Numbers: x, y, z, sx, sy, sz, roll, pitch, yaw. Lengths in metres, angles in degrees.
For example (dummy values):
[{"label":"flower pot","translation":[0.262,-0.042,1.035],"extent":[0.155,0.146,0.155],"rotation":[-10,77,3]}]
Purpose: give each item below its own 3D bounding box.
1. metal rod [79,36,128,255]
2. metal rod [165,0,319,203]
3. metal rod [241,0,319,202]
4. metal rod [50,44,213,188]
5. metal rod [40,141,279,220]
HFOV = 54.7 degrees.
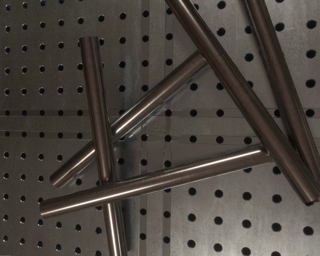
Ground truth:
[{"label":"metal rod","translation":[-0.074,0.033,0.413],"extent":[0.025,0.025,0.298],"rotation":[-4,98,19]},{"label":"metal rod","translation":[0.085,-0.052,0.355],"extent":[0.025,0.025,0.299],"rotation":[-35,80,16]},{"label":"metal rod","translation":[0.139,-0.063,0.363],"extent":[0.025,0.025,0.299],"rotation":[-19,84,19]},{"label":"metal rod","translation":[-0.043,-0.011,0.426],"extent":[0.300,0.025,0.025],"rotation":[-39,78,15]},{"label":"metal rod","translation":[-0.006,0.066,0.384],"extent":[0.301,0.025,0.025],"rotation":[-16,85,8]}]
